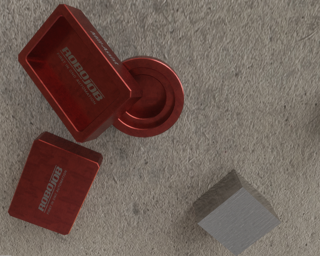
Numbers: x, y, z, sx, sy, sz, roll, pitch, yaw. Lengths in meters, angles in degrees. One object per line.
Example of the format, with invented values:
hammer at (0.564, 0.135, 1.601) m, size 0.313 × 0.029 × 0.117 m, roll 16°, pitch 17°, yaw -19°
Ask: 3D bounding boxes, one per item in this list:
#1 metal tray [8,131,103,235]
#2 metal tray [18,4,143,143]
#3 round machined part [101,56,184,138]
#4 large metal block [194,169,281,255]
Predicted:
metal tray at (-0.147, 0.080, 0.435) m, size 0.090 × 0.030 × 0.129 m, roll 24°, pitch 108°, yaw -9°
metal tray at (-0.092, -0.060, 0.351) m, size 0.090 × 0.030 × 0.130 m, roll -40°, pitch 82°, yaw 21°
round machined part at (-0.021, -0.041, 0.385) m, size 0.099 × 0.042 × 0.097 m, roll 0°, pitch 110°, yaw 0°
large metal block at (0.107, 0.120, 0.442) m, size 0.080 × 0.050 × 0.080 m, roll 43°, pitch 105°, yaw -14°
